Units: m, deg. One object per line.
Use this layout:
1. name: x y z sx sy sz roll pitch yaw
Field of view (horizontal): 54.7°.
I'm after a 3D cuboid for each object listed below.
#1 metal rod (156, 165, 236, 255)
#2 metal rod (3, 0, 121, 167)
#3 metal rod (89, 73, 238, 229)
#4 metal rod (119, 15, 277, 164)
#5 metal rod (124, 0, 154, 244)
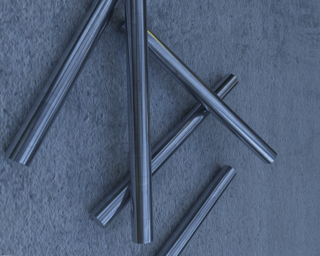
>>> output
1. metal rod: 0.020 0.161 0.421 0.301 0.025 0.025 -45 117 -30
2. metal rod: -0.079 -0.099 0.337 0.025 0.025 0.300 36 68 -34
3. metal rod: 0.022 0.013 0.423 0.301 0.025 0.025 -44 117 -31
4. metal rod: 0.066 -0.041 0.429 0.301 0.025 0.025 39 66 -23
5. metal rod: -0.024 -0.022 0.351 0.025 0.025 0.298 -3 91 -40
